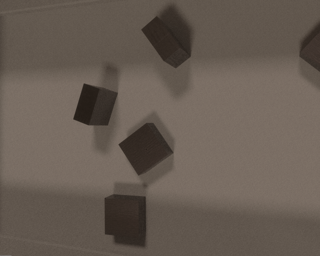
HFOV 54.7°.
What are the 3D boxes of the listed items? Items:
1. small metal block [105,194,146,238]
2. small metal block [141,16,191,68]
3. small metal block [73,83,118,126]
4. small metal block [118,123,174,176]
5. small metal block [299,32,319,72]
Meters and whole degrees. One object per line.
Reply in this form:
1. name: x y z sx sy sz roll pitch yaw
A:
1. small metal block: -0.048 0.120 0.426 0.050 0.025 0.050 0 90 19
2. small metal block: 0.009 -0.107 0.393 0.025 0.050 0.050 -37 78 16
3. small metal block: -0.088 -0.031 0.427 0.025 0.050 0.050 20 97 18
4. small metal block: -0.019 0.028 0.416 0.050 0.025 0.050 -37 79 16
5. small metal block: 0.194 -0.086 0.342 0.050 0.025 0.050 44 103 14
